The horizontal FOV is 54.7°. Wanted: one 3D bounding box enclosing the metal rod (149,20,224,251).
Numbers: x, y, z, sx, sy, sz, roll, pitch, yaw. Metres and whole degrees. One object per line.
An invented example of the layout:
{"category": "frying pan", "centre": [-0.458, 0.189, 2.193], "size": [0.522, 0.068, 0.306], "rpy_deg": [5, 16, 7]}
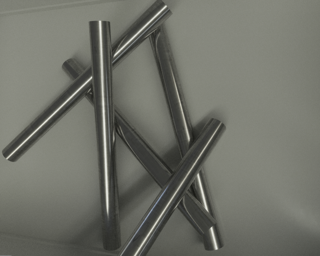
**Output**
{"category": "metal rod", "centre": [0.030, 0.004, 0.399], "size": [0.025, 0.025, 0.298], "rpy_deg": [-16, 85, 19]}

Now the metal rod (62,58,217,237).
{"category": "metal rod", "centre": [-0.038, 0.013, 0.408], "size": [0.025, 0.025, 0.300], "rpy_deg": [-47, 71, 14]}

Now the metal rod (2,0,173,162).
{"category": "metal rod", "centre": [-0.104, -0.056, 0.413], "size": [0.300, 0.025, 0.025], "rpy_deg": [-40, 78, 13]}

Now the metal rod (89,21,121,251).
{"category": "metal rod", "centre": [-0.069, 0.019, 0.400], "size": [0.025, 0.025, 0.298], "rpy_deg": [4, 104, 19]}

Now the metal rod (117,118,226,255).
{"category": "metal rod", "centre": [-0.012, 0.109, 0.335], "size": [0.025, 0.025, 0.300], "rpy_deg": [30, 69, 17]}
